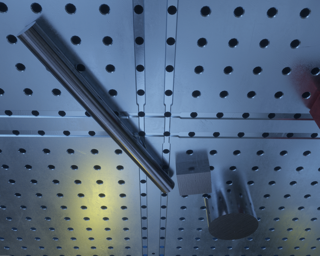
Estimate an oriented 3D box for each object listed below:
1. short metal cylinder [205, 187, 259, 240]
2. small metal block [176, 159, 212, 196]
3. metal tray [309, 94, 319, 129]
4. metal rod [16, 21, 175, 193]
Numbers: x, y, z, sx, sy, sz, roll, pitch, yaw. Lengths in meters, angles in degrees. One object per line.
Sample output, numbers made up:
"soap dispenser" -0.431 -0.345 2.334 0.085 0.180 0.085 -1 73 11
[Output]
"short metal cylinder" 0.119 0.145 0.520 0.081 0.050 0.079 0 130 0
"small metal block" 0.052 0.077 0.478 0.050 0.025 0.050 -7 130 5
"metal tray" 0.263 0.002 0.374 0.131 0.090 0.030 7 130 -7
"metal rod" -0.063 -0.005 0.406 0.025 0.025 0.300 -24 127 19
